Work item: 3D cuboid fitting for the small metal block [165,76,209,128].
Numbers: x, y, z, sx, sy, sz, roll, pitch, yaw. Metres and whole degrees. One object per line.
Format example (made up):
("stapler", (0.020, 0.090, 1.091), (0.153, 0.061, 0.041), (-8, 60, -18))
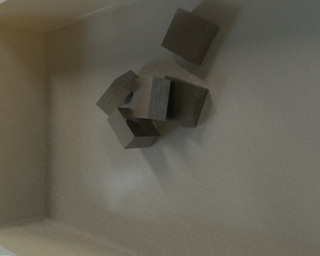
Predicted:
("small metal block", (0.026, -0.033, 0.384), (0.050, 0.025, 0.050), (27, 107, 36))

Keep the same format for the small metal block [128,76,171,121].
("small metal block", (-0.014, -0.036, 0.386), (0.050, 0.025, 0.050), (7, 89, 57))

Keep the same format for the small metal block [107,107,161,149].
("small metal block", (-0.035, 0.000, 0.417), (0.025, 0.050, 0.050), (-48, 62, 29))

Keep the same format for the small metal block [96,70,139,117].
("small metal block", (-0.055, -0.049, 0.430), (0.025, 0.050, 0.050), (44, 121, -3))

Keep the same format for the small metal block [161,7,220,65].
("small metal block", (0.036, -0.111, 0.376), (0.050, 0.025, 0.050), (39, 114, 32))
